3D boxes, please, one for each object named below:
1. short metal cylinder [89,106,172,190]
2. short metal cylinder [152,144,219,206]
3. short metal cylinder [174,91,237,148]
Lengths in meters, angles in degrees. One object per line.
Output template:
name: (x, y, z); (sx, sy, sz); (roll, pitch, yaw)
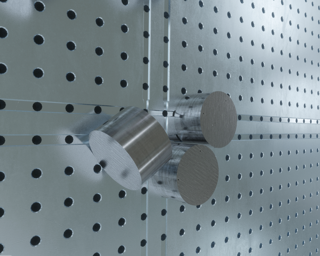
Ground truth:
short metal cylinder: (-0.033, 0.022, 0.347); (0.050, 0.080, 0.080); (-40, 115, -33)
short metal cylinder: (0.035, 0.061, 0.425); (0.081, 0.050, 0.079); (0, 90, -40)
short metal cylinder: (0.067, -0.012, 0.452); (0.081, 0.050, 0.079); (0, 90, -40)
